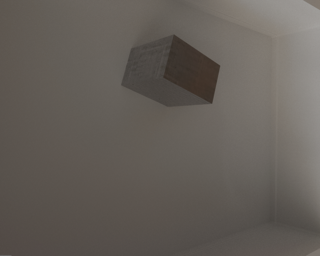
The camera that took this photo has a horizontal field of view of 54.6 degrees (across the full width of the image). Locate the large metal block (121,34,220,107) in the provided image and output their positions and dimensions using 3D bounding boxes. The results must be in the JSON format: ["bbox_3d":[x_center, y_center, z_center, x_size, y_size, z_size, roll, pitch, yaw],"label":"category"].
[{"bbox_3d":[0.013,-0.065,0.380,0.080,0.080,0.050,22,76,-38],"label":"large metal block"}]
